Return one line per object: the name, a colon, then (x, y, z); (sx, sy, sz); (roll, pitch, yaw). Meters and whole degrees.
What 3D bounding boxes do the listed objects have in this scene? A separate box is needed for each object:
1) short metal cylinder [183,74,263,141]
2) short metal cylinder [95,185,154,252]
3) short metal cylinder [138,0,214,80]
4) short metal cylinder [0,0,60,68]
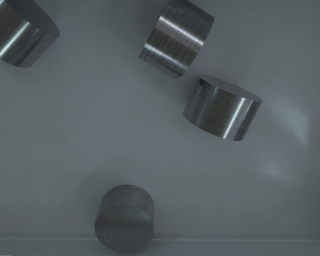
short metal cylinder: (0.074, -0.026, 0.373); (0.080, 0.080, 0.050); (19, 109, -7)
short metal cylinder: (-0.049, 0.129, 0.445); (0.081, 0.050, 0.079); (0, 110, 0)
short metal cylinder: (0.017, -0.101, 0.345); (0.050, 0.080, 0.080); (28, 108, -10)
short metal cylinder: (-0.159, -0.112, 0.339); (0.050, 0.080, 0.080); (-42, 105, 14)
